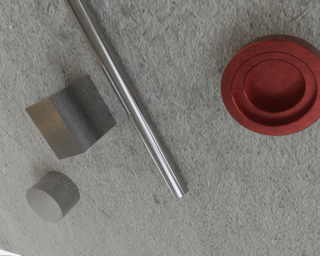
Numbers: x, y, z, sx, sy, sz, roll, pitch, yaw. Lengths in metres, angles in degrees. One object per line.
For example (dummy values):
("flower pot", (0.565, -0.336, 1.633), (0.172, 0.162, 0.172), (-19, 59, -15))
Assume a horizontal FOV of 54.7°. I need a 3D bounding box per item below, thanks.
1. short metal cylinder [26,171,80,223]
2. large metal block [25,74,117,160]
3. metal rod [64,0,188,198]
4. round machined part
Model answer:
("short metal cylinder", (-0.196, 0.126, 0.569), (0.080, 0.050, 0.079), (13, 124, 20))
("large metal block", (-0.117, -0.016, 0.421), (0.050, 0.080, 0.080), (-16, 110, 34))
("metal rod", (-0.037, -0.033, 0.404), (0.025, 0.025, 0.299), (-16, 110, 34))
("round machined part", (0.114, -0.044, 0.308), (0.098, 0.042, 0.097), (13, 124, 20))
